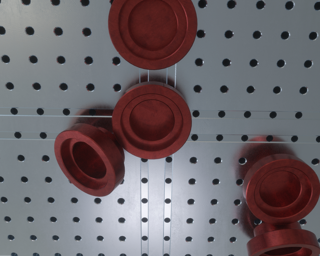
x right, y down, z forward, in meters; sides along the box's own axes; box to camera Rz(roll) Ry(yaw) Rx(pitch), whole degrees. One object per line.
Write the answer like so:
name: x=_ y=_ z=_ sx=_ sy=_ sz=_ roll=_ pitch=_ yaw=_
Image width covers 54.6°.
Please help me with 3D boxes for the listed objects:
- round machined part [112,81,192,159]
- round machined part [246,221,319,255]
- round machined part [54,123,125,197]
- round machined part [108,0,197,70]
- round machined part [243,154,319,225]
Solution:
round machined part: x=-0.010 y=-0.012 z=0.399 sx=0.099 sy=0.042 sz=0.097 roll=0 pitch=110 yaw=-1
round machined part: x=0.176 y=0.166 z=0.453 sx=0.099 sy=0.042 sz=0.098 roll=-1 pitch=139 yaw=-1
round machined part: x=-0.085 y=0.037 z=0.402 sx=0.098 sy=0.042 sz=0.097 roll=16 pitch=124 yaw=25
round machined part: x=-0.008 y=-0.120 z=0.360 sx=0.099 sy=0.042 sz=0.097 roll=0 pitch=110 yaw=0
round machined part: x=0.165 y=0.081 z=0.432 sx=0.099 sy=0.042 sz=0.097 roll=0 pitch=106 yaw=1
